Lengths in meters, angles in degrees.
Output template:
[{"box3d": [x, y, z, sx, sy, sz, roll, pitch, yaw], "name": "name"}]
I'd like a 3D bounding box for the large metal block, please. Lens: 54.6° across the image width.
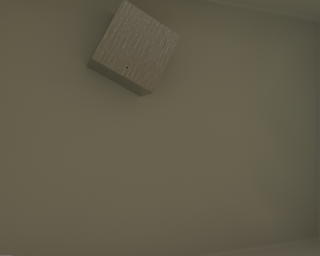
[{"box3d": [-0.034, -0.095, 0.384, 0.080, 0.050, 0.080, 28, 81, -18], "name": "large metal block"}]
